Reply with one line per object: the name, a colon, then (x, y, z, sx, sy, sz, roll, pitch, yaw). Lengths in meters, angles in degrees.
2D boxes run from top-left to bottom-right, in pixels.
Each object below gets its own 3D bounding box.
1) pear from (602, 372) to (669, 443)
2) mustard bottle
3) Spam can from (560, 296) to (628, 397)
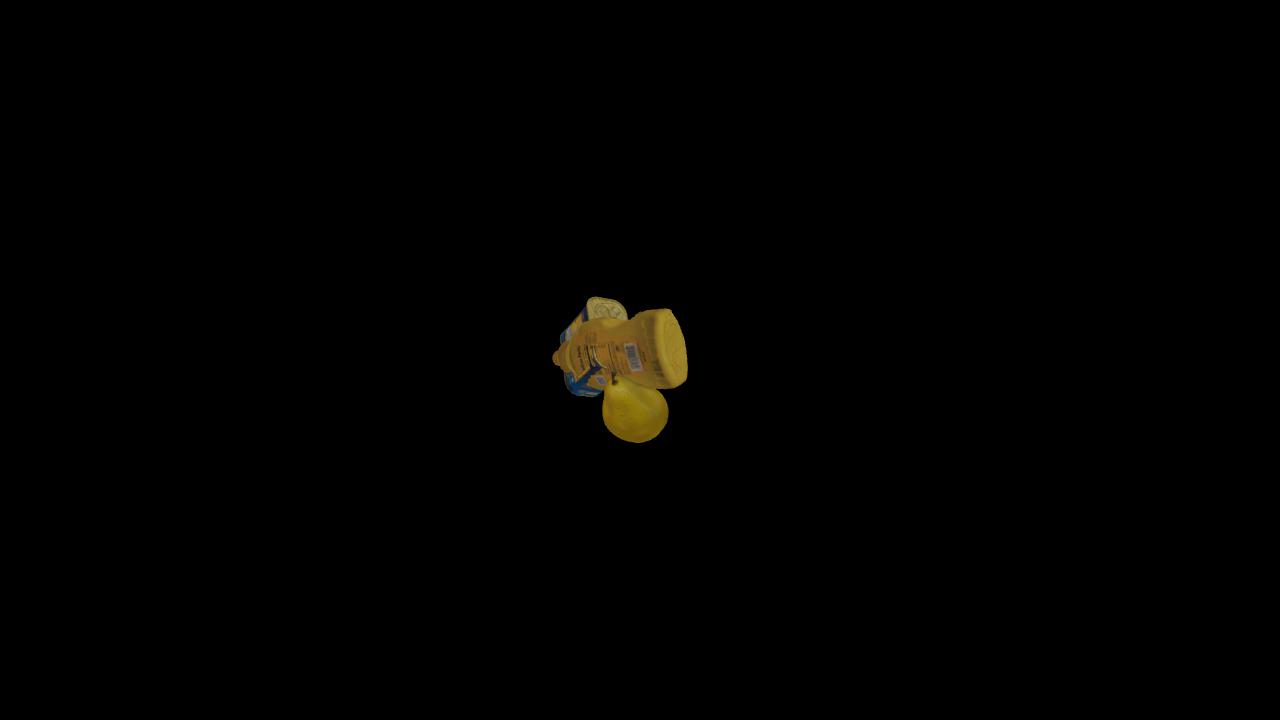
pear: (-0.018, 0.048, 0.715, 0.080, 0.080, 0.111, 0, -36, 39)
mustard bottle: (-0.035, -0.008, 0.732, 0.184, 0.092, 0.054, -5, 22, 37)
Spam can: (-0.057, -0.014, 0.770, 0.058, 0.101, 0.085, 9, -32, -32)
